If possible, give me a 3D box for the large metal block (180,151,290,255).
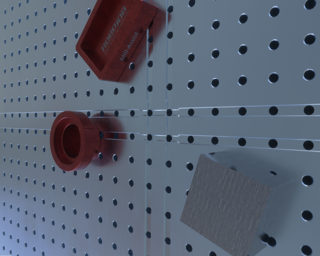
[{"bbox_3d":[0.077,0.078,0.329,0.080,0.050,0.079,24,105,37],"label":"large metal block"}]

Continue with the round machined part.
[{"bbox_3d":[-0.136,0.021,0.511,0.098,0.042,0.097,0,90,40],"label":"round machined part"}]

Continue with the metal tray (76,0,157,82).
[{"bbox_3d":[-0.070,-0.146,0.464,0.090,0.030,0.129,50,119,28],"label":"metal tray"}]
